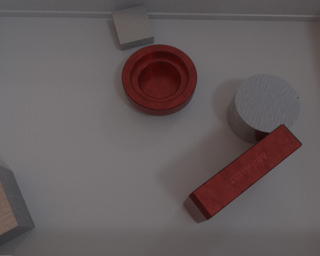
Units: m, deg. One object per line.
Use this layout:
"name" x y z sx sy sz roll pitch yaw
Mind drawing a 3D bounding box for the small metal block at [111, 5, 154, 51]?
"small metal block" -0.040 -0.148 0.458 0.050 0.025 0.050 -15 84 -6

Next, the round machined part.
"round machined part" -0.001 -0.061 0.423 0.099 0.042 0.098 0 70 -1

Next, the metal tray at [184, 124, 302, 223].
"metal tray" 0.090 0.056 0.355 0.131 0.090 0.030 -34 74 -12

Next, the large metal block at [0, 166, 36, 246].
"large metal block" -0.206 0.098 0.358 0.080 0.050 0.080 -28 73 -10

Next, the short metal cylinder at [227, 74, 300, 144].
"short metal cylinder" 0.133 -0.024 0.407 0.081 0.050 0.080 0 70 0
